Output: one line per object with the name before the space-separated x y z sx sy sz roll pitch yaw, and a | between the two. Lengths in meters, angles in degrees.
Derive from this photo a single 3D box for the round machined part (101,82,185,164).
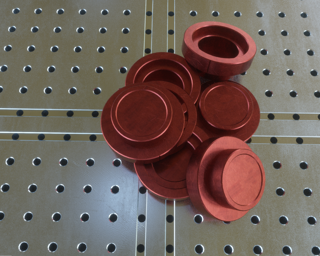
round machined part | -0.020 -0.010 0.361 0.099 0.042 0.098 0 70 0

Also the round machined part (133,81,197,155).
round machined part | -0.003 -0.009 0.406 0.099 0.042 0.098 0 70 0

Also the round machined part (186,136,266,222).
round machined part | 0.082 0.058 0.356 0.099 0.042 0.098 3 84 -32

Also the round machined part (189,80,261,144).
round machined part | 0.084 -0.022 0.411 0.099 0.042 0.098 0 70 0

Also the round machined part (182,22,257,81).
round machined part | 0.078 -0.102 0.429 0.099 0.042 0.098 4 49 -5

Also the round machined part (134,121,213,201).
round machined part | 0.018 0.041 0.388 0.099 0.042 0.098 0 70 0

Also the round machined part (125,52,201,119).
round machined part | 0.004 -0.050 0.421 0.099 0.042 0.098 0 70 0
